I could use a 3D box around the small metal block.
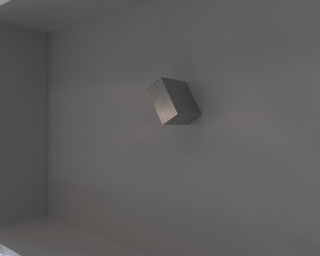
[{"bbox_3d":[0.018,-0.031,0.377,0.025,0.050,0.050,-36,68,34],"label":"small metal block"}]
